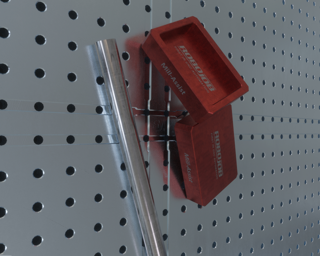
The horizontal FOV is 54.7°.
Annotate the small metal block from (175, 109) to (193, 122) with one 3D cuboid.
[{"bbox_3d":[0.055,0.000,0.455,0.050,0.025,0.050,-29,109,-36],"label":"small metal block"}]

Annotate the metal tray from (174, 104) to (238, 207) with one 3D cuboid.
[{"bbox_3d":[0.071,0.036,0.449,0.091,0.030,0.129,-31,122,-36],"label":"metal tray"}]

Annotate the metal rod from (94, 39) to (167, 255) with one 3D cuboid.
[{"bbox_3d":[-0.031,0.043,0.383,0.025,0.025,0.298,-21,103,-38],"label":"metal rod"}]

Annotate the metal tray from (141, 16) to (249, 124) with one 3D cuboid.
[{"bbox_3d":[0.048,-0.080,0.410,0.091,0.030,0.130,-31,83,-36],"label":"metal tray"}]
